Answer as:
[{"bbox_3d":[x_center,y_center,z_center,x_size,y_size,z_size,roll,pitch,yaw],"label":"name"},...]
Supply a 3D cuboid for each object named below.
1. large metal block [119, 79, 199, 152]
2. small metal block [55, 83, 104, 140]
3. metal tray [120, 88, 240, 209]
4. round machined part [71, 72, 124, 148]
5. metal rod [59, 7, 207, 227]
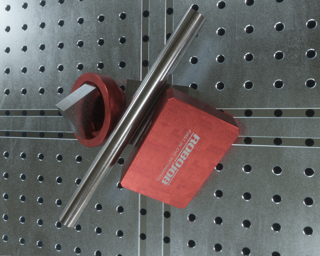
[{"bbox_3d":[-0.001,-0.015,0.398,0.080,0.050,0.079,10,93,19],"label":"large metal block"},{"bbox_3d":[-0.098,-0.022,0.403,0.050,0.050,0.025,-42,43,-21],"label":"small metal block"},{"bbox_3d":[0.020,0.029,0.366,0.090,0.030,0.129,24,115,-14],"label":"metal tray"},{"bbox_3d":[-0.079,-0.024,0.416,0.098,0.042,0.097,4,95,44],"label":"round machined part"},{"bbox_3d":[-0.039,-0.004,0.372,0.025,0.025,0.299,36,101,16],"label":"metal rod"}]
